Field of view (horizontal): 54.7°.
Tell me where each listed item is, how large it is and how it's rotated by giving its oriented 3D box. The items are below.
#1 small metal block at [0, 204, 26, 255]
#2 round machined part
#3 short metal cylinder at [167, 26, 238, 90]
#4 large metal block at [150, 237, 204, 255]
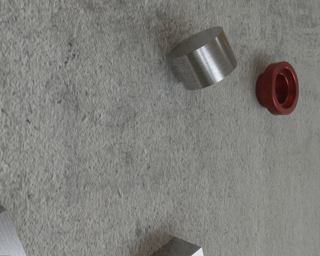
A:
[{"bbox_3d":[-0.156,0.105,0.275,0.050,0.025,0.050,-25,106,-37],"label":"small metal block"},{"bbox_3d":[0.216,-0.072,0.578,0.099,0.042,0.097,0,90,-40],"label":"round machined part"},{"bbox_3d":[0.057,-0.094,0.419,0.080,0.080,0.050,-47,118,-30],"label":"short metal cylinder"},{"bbox_3d":[0.018,0.205,0.406,0.081,0.050,0.079,-22,104,-38],"label":"large metal block"}]
